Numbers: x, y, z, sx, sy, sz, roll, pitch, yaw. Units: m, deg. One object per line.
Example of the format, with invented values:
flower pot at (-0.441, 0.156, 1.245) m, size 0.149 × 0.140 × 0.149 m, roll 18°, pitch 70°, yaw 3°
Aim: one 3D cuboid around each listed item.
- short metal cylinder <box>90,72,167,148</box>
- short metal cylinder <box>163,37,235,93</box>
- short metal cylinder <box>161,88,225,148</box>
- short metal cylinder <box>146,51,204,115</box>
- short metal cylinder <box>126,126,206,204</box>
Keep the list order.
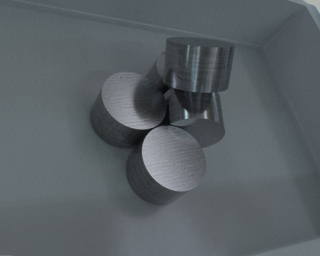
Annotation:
short metal cylinder at (-0.039, -0.022, 0.380) m, size 0.081 × 0.050 × 0.080 m, roll 14°, pitch 56°, yaw -21°
short metal cylinder at (0.045, -0.078, 0.371) m, size 0.081 × 0.050 × 0.080 m, roll 4°, pitch 23°, yaw -1°
short metal cylinder at (0.040, -0.012, 0.400) m, size 0.081 × 0.080 × 0.050 m, roll 13°, pitch 57°, yaw -22°
short metal cylinder at (0.022, -0.064, 0.440) m, size 0.081 × 0.050 × 0.080 m, roll 14°, pitch 56°, yaw -21°
short metal cylinder at (0.007, 0.044, 0.365) m, size 0.081 × 0.050 × 0.080 m, roll 14°, pitch 56°, yaw -21°
